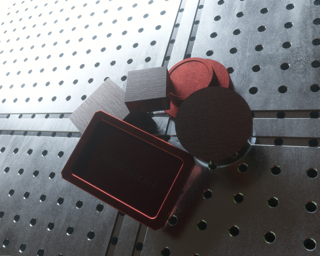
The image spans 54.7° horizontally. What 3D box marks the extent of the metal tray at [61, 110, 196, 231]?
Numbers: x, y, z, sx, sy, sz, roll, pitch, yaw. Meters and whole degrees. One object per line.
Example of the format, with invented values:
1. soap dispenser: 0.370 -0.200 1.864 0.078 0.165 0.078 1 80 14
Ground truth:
1. metal tray: -0.036 0.046 0.359 0.130 0.030 0.090 26 82 14

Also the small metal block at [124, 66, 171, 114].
1. small metal block: -0.014 -0.047 0.385 0.050 0.025 0.050 -6 55 12

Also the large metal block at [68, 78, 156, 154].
1. large metal block: -0.068 -0.011 0.435 0.080 0.050 0.080 -46 51 -4

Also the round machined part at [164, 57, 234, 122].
1. round machined part: 0.043 -0.054 0.407 0.098 0.042 0.098 -13 56 21

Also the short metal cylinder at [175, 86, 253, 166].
1. short metal cylinder: 0.062 0.000 0.345 0.080 0.050 0.080 -4 75 16
